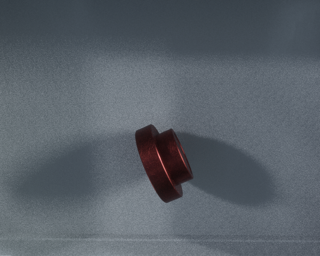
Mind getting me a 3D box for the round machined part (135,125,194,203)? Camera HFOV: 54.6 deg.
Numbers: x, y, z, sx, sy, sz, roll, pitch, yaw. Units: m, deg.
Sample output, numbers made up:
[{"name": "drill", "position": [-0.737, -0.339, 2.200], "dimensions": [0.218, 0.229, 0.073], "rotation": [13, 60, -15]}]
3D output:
[{"name": "round machined part", "position": [0.009, 0.040, 0.387], "dimensions": [0.042, 0.098, 0.098], "rotation": [-24, 109, 6]}]
